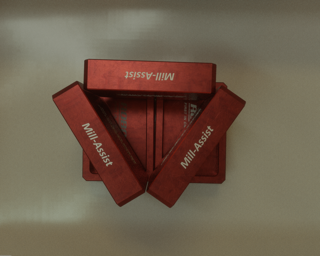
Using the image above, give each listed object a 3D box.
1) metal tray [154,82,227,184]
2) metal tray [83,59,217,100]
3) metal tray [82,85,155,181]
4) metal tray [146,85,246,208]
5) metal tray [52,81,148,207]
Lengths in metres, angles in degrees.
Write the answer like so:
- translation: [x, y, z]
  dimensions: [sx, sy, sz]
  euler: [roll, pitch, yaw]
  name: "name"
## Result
- translation: [0.039, 0.005, 0.408]
  dimensions: [0.091, 0.030, 0.129]
  euler: [1, 89, 0]
  name: "metal tray"
- translation: [-0.010, -0.051, 0.346]
  dimensions: [0.131, 0.090, 0.030]
  euler: [2, 91, 0]
  name: "metal tray"
- translation: [-0.053, 0.003, 0.408]
  dimensions: [0.091, 0.030, 0.129]
  euler: [0, 89, 0]
  name: "metal tray"
- translation: [0.036, 0.018, 0.346]
  dimensions: [0.030, 0.090, 0.130]
  euler: [35, 90, 0]
  name: "metal tray"
- translation: [-0.060, 0.015, 0.346]
  dimensions: [0.030, 0.090, 0.130]
  euler: [-31, 90, 1]
  name: "metal tray"
